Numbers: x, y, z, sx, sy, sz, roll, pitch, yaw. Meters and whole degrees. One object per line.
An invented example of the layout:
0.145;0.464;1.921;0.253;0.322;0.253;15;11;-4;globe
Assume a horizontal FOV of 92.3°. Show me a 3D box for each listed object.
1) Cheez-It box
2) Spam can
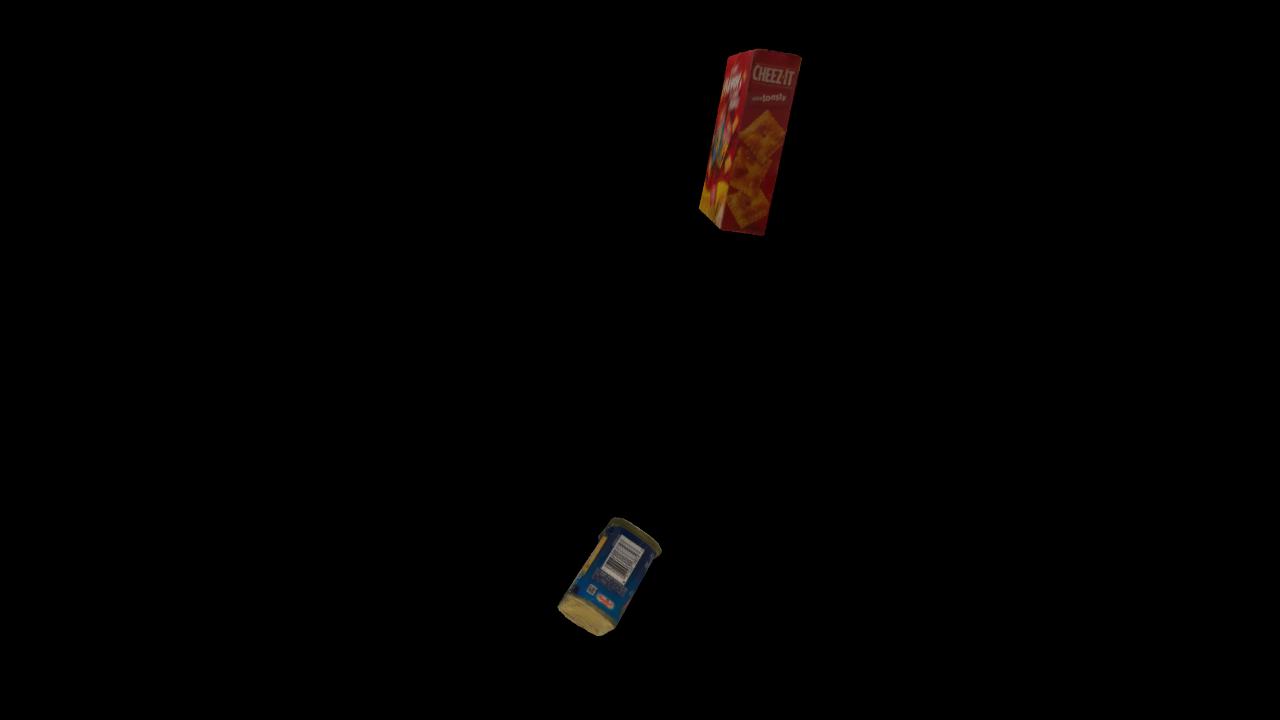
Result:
0.145;-0.300;0.849;0.071;0.223;0.166;6;22;-7;Cheez-It box
-0.032;0.212;0.597;0.058;0.085;0.101;33;-33;5;Spam can
